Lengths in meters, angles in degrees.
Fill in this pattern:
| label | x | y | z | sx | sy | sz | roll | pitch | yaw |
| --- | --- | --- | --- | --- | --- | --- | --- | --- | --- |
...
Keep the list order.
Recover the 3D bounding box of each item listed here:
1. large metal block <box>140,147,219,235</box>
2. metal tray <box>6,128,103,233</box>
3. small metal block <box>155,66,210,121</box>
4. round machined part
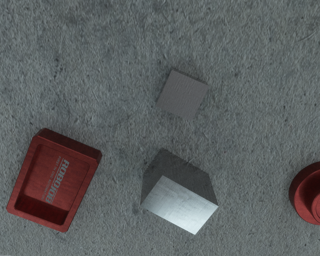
| label | x | y | z | sx | sy | sz | roll | pitch | yaw |
| --- | --- | --- | --- | --- | --- | --- | --- | --- | --- |
| large metal block | 0.023 | 0.080 | 0.410 | 0.080 | 0.080 | 0.050 | 31 | 107 | -11 |
| metal tray | -0.148 | 0.075 | 0.433 | 0.090 | 0.030 | 0.129 | 24 | 108 | -9 |
| small metal block | 0.027 | -0.043 | 0.394 | 0.050 | 0.025 | 0.050 | 22 | 108 | -8 |
| round machined part | 0.241 | 0.099 | 0.440 | 0.099 | 0.042 | 0.097 | 0 | 110 | 0 |
